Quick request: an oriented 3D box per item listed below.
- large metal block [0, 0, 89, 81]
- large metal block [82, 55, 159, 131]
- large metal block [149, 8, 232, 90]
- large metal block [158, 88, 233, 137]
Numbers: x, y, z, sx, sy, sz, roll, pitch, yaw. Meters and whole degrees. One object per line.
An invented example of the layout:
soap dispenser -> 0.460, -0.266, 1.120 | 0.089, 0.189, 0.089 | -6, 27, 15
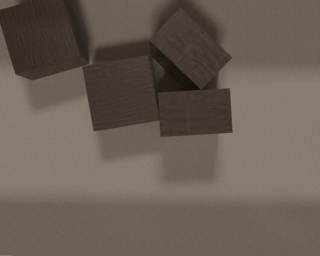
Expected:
large metal block -> -0.147, -0.114, 0.397 | 0.080, 0.050, 0.080 | -17, 90, -1
large metal block -> -0.047, -0.042, 0.398 | 0.080, 0.050, 0.080 | -10, 90, -1
large metal block -> 0.034, -0.089, 0.384 | 0.080, 0.080, 0.050 | 44, 90, -1
large metal block -> 0.039, -0.017, 0.384 | 0.081, 0.080, 0.050 | -4, 90, -1
